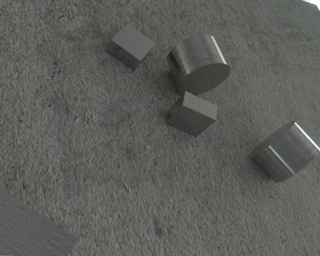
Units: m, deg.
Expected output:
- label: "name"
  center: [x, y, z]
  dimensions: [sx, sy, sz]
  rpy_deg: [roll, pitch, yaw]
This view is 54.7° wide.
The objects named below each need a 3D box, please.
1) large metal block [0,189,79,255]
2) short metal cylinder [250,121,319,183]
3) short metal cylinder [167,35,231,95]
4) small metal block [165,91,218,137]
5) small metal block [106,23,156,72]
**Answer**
- label: "large metal block"
  center: [-0.129, 0.109, 0.253]
  dimensions: [0.080, 0.050, 0.080]
  rpy_deg: [36, 51, -5]
- label: "short metal cylinder"
  center: [0.179, 0.034, 0.447]
  dimensions: [0.081, 0.080, 0.050]
  rpy_deg: [-35, 82, -39]
- label: "short metal cylinder"
  center: [0.056, -0.091, 0.456]
  dimensions: [0.081, 0.080, 0.050]
  rpy_deg: [-6, 65, -31]
- label: "small metal block"
  center: [0.043, -0.018, 0.423]
  dimensions: [0.050, 0.050, 0.025]
  rpy_deg: [23, 53, -15]
- label: "small metal block"
  center: [-0.042, -0.119, 0.455]
  dimensions: [0.050, 0.025, 0.050]
  rpy_deg: [36, 51, -5]
